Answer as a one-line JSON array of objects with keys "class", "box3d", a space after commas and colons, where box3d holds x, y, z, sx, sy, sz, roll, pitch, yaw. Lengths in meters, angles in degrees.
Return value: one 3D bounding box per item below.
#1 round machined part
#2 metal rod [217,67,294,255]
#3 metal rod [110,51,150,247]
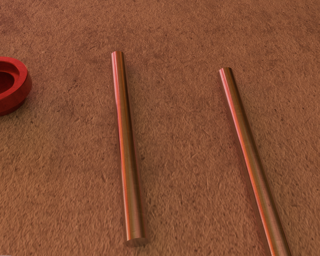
[{"class": "round machined part", "box3d": [-0.230, -0.054, 0.434, 0.099, 0.042, 0.098, 0, 50, 0]}, {"class": "metal rod", "box3d": [0.109, 0.031, 0.378, 0.025, 0.025, 0.300, -2, 50, -2]}, {"class": "metal rod", "box3d": [-0.045, 0.000, 0.402, 0.025, 0.025, 0.300, -6, 50, -6]}]
